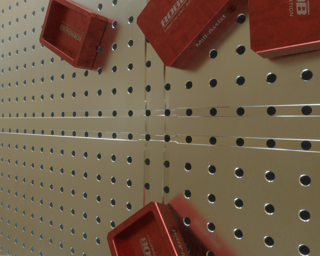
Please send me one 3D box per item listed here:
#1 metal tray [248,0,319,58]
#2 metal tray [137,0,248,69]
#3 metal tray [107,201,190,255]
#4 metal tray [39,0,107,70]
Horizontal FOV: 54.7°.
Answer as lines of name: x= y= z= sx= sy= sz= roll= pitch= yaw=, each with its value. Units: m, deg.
metal tray: x=0.131 y=-0.139 z=0.291 sx=0.090 sy=0.030 sz=0.129 roll=-4 pitch=88 yaw=33
metal tray: x=0.037 y=-0.147 z=0.374 sx=0.129 sy=0.030 sz=0.090 roll=-45 pitch=63 yaw=30
metal tray: x=-0.009 y=0.168 z=0.378 sx=0.090 sy=0.030 sz=0.130 roll=-39 pitch=52 yaw=17
metal tray: x=-0.152 y=-0.165 z=0.528 sx=0.130 sy=0.030 sz=0.089 roll=35 pitch=112 yaw=34
